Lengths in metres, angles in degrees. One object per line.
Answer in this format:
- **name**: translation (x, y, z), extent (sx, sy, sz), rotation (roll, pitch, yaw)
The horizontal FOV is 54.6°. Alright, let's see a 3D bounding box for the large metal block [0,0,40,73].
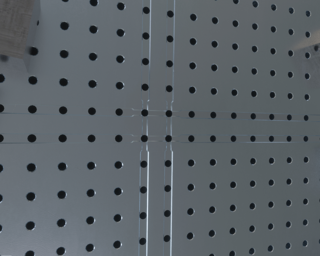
- **large metal block**: translation (-0.160, -0.109, 0.324), extent (0.050, 0.080, 0.080), rotation (11, 87, -20)

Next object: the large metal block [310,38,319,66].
- **large metal block**: translation (0.311, -0.127, 0.513), extent (0.080, 0.050, 0.080), rotation (-36, 102, -16)
